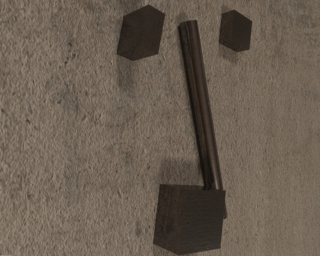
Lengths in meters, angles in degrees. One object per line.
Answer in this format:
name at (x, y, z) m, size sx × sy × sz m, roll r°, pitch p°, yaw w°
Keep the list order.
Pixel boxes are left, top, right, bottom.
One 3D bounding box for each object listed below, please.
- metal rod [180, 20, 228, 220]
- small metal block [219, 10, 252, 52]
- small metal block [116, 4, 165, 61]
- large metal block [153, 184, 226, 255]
metal rod at (0.067, -0.005, 0.463) m, size 0.025 × 0.025 × 0.298 m, roll -18°, pitch 101°, yaw -39°
small metal block at (0.125, -0.159, 0.512) m, size 0.050 × 0.025 × 0.050 m, roll 12°, pitch 83°, yaw -40°
small metal block at (-0.024, -0.112, 0.370) m, size 0.025 × 0.050 × 0.050 m, roll 16°, pitch 80°, yaw -39°
large metal block at (0.042, 0.122, 0.426) m, size 0.081 × 0.050 × 0.080 m, roll 11°, pitch 83°, yaw -40°
